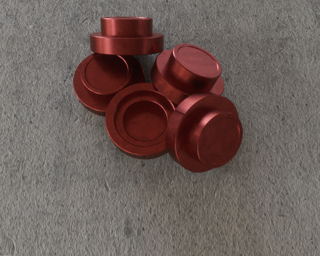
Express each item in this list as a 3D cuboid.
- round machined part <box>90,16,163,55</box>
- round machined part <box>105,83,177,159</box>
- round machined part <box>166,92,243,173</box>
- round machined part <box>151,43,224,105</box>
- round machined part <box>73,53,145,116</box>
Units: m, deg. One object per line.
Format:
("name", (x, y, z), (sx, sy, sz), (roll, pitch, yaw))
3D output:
("round machined part", (-0.044, -0.126, 0.415), (0.099, 0.098, 0.042), (1, 112, 0))
("round machined part", (-0.019, -0.006, 0.402), (0.099, 0.042, 0.098), (0, 70, -1))
("round machined part", (0.059, 0.009, 0.368), (0.098, 0.098, 0.042), (-41, 35, -14))
("round machined part", (0.041, -0.073, 0.404), (0.099, 0.042, 0.098), (15, 44, -15))
("round machined part", (-0.070, -0.068, 0.425), (0.099, 0.042, 0.098), (0, 70, -1))
